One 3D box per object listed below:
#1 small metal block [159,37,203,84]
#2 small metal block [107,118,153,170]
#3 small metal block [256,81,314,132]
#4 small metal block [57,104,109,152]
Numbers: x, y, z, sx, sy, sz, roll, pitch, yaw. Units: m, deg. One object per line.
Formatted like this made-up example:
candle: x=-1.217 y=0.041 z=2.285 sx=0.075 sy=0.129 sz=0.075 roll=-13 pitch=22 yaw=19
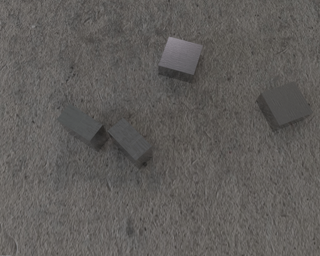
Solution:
small metal block: x=0.030 y=-0.097 z=0.444 sx=0.050 sy=0.025 sz=0.050 roll=16 pitch=71 yaw=6
small metal block: x=-0.036 y=0.021 z=0.387 sx=0.025 sy=0.050 sz=0.050 roll=-42 pitch=76 yaw=-14
small metal block: x=0.168 y=-0.029 z=0.420 sx=0.050 sy=0.025 sz=0.050 roll=-20 pitch=71 yaw=-7
small metal block: x=-0.096 y=0.001 z=0.394 sx=0.050 sy=0.050 sz=0.025 roll=32 pitch=73 yaw=11
